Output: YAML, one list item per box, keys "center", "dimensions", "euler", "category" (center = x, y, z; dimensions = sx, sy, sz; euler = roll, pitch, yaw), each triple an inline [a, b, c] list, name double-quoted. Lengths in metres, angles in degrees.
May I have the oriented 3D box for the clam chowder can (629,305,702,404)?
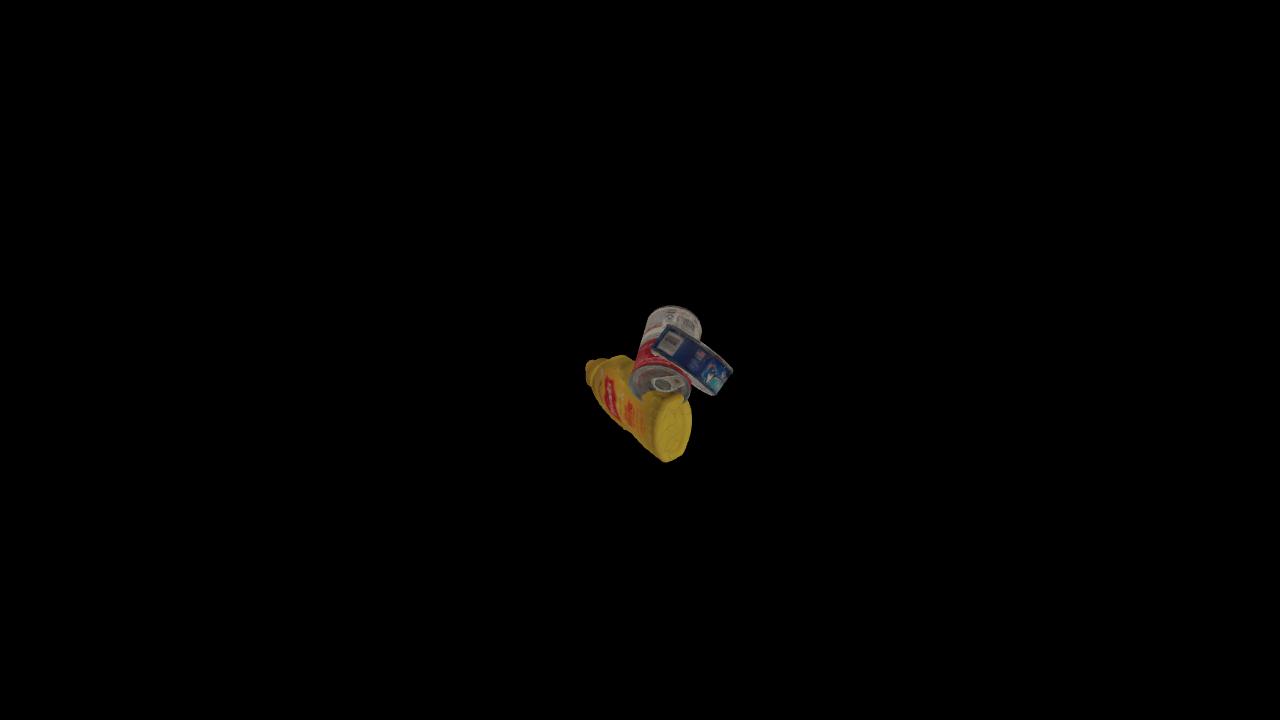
- center: [0.031, -0.005, 0.692]
  dimensions: [0.068, 0.102, 0.068]
  euler: [8, -43, 8]
  category: "clam chowder can"

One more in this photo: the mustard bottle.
- center: [-0.013, 0.042, 0.746]
  dimensions: [0.054, 0.092, 0.184]
  euler: [-25, 36, -27]
  category: "mustard bottle"

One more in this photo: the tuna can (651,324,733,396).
- center: [0.052, 0.001, 0.630]
  dimensions: [0.084, 0.034, 0.084]
  euler: [36, -4, 3]
  category: "tuna can"
